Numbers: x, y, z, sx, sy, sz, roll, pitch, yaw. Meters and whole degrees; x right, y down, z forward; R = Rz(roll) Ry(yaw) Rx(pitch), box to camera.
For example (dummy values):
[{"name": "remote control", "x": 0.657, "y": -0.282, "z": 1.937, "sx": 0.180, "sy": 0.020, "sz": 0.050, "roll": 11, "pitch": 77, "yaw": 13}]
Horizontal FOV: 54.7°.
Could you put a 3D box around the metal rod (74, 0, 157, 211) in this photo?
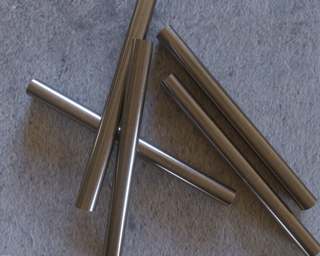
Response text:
[{"name": "metal rod", "x": -0.050, "y": -0.047, "z": 0.390, "sx": 0.025, "sy": 0.025, "sz": 0.299, "roll": 15, "pitch": 82, "yaw": -1}]

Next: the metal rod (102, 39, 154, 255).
[{"name": "metal rod", "x": -0.043, "y": 0.043, "z": 0.387, "sx": 0.025, "sy": 0.025, "sz": 0.298, "roll": 9, "pitch": 99, "yaw": -1}]

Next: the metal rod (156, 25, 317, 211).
[{"name": "metal rod", "x": 0.101, "y": -0.013, "z": 0.411, "sx": 0.025, "sy": 0.025, "sz": 0.300, "roll": -40, "pitch": 91, "yaw": 0}]

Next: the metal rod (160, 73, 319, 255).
[{"name": "metal rod", "x": 0.106, "y": 0.049, "z": 0.411, "sx": 0.025, "sy": 0.025, "sz": 0.300, "roll": -40, "pitch": 91, "yaw": 0}]

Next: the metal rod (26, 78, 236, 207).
[{"name": "metal rod", "x": -0.037, "y": 0.019, "z": 0.409, "sx": 0.301, "sy": 0.025, "sz": 0.025, "roll": 29, "pitch": 90, "yaw": -1}]
